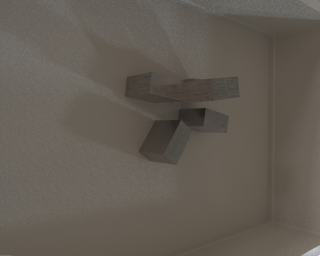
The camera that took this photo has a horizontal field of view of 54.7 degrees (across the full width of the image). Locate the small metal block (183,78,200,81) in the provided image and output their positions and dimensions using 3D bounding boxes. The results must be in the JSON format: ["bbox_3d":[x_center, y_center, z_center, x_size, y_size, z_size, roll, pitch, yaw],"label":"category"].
[{"bbox_3d":[0.045,-0.052,0.431,0.050,0.050,0.025,-4,93,-40],"label":"small metal block"}]

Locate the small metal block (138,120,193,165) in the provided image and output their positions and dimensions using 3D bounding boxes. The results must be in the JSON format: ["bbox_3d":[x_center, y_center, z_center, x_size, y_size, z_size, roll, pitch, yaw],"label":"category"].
[{"bbox_3d":[0.007,0.017,0.398,0.025,0.050,0.050,42,64,-32],"label":"small metal block"}]

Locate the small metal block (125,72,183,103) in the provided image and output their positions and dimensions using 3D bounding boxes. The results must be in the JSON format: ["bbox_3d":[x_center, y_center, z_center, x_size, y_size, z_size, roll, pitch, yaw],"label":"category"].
[{"bbox_3d":[-0.008,-0.049,0.386,0.050,0.050,0.025,9,85,-40],"label":"small metal block"}]

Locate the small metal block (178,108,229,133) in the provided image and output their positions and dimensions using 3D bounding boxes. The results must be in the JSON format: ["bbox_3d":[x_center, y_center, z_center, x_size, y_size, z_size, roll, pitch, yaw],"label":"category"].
[{"bbox_3d":[0.062,-0.010,0.445,0.050,0.050,0.025,14,81,-40],"label":"small metal block"}]

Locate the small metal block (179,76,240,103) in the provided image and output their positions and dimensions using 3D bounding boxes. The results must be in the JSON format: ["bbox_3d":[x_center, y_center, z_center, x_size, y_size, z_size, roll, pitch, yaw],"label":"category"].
[{"bbox_3d":[0.060,-0.046,0.378,0.050,0.050,0.025,-11,98,-40],"label":"small metal block"}]
